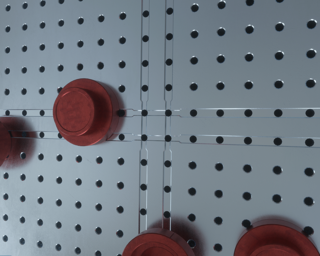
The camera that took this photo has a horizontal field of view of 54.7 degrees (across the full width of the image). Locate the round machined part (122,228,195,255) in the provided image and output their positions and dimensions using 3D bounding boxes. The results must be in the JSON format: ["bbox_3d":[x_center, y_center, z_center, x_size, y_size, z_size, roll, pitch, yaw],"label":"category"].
[{"bbox_3d":[0.002,0.178,0.402,0.098,0.042,0.097,0,90,19],"label":"round machined part"}]

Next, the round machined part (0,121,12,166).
[{"bbox_3d":[-0.283,0.025,0.501,0.098,0.042,0.097,0,90,19],"label":"round machined part"}]

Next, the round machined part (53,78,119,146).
[{"bbox_3d":[-0.112,-0.022,0.442,0.098,0.042,0.097,0,90,19],"label":"round machined part"}]

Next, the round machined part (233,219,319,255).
[{"bbox_3d":[0.134,0.160,0.356,0.098,0.042,0.097,0,90,19],"label":"round machined part"}]
